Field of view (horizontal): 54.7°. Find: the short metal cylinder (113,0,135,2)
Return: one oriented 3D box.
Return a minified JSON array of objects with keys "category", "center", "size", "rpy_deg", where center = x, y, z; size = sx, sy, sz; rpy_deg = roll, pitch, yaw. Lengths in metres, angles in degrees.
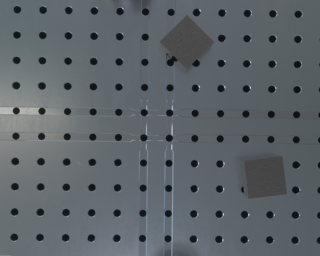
[{"category":"short metal cylinder","center":[-0.050,-0.212,0.400],"size":[0.081,0.050,0.079],"rpy_deg":[0,90,0]}]

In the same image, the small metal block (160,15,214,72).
[{"category":"small metal block","center":[0.035,-0.112,0.413],"size":[0.050,0.025,0.050],"rpy_deg":[-45,90,0]}]

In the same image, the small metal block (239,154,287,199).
[{"category":"small metal block","center":[0.137,0.064,0.414],"size":[0.050,0.025,0.050],"rpy_deg":[-7,90,0]}]
